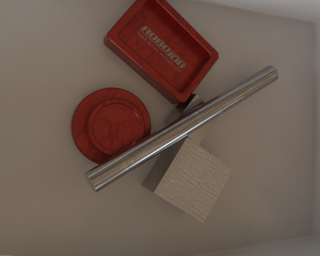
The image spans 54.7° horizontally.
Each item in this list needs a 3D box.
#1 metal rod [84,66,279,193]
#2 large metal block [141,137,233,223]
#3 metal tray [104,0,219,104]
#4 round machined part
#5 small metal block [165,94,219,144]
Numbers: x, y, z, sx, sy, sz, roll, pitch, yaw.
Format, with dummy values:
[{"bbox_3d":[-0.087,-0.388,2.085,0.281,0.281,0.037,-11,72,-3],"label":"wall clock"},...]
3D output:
[{"bbox_3d":[0.044,-0.010,0.394,0.302,0.025,0.025,-30,100,-24],"label":"metal rod"},{"bbox_3d":[0.036,0.066,0.412,0.080,0.050,0.080,35,79,-17],"label":"large metal block"},{"bbox_3d":[0.004,-0.105,0.410,0.130,0.030,0.090,40,77,-16],"label":"metal tray"},{"bbox_3d":[-0.057,-0.001,0.381,0.099,0.042,0.097,0,90,-21],"label":"round machined part"},{"bbox_3d":[0.044,-0.012,0.424,0.050,0.025,0.050,43,76,-26],"label":"small metal block"}]
